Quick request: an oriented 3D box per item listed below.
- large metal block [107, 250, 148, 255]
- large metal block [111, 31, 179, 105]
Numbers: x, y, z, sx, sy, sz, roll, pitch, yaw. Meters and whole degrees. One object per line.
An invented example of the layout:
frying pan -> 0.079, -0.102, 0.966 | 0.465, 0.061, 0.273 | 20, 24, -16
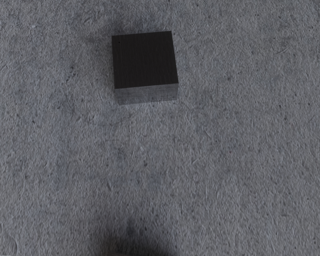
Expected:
large metal block -> -0.021, 0.180, 0.329 | 0.080, 0.050, 0.080 | 10, 70, 3
large metal block -> -0.020, -0.081, 0.424 | 0.081, 0.050, 0.080 | -6, 70, -2
